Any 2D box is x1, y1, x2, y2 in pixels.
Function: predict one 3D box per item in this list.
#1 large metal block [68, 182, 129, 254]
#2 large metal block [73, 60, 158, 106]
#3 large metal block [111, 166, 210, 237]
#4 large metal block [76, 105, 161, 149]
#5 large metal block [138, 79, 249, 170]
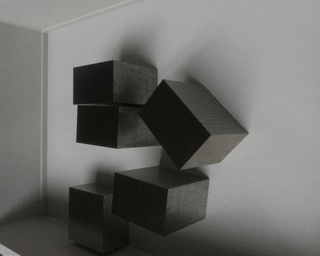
[{"bbox_3d":[-0.093,0.131,0.467,0.080,0.050,0.079,3,92,40],"label":"large metal block"},{"bbox_3d":[-0.060,-0.056,0.421,0.080,0.081,0.050,1,91,40],"label":"large metal block"},{"bbox_3d":[0.001,0.081,0.370,0.080,0.081,0.050,9,96,39],"label":"large metal block"},{"bbox_3d":[-0.054,-0.003,0.415,0.080,0.081,0.050,5,93,40],"label":"large metal block"},{"bbox_3d":[0.037,-0.005,0.340,0.050,0.081,0.080,-52,60,27],"label":"large metal block"}]
